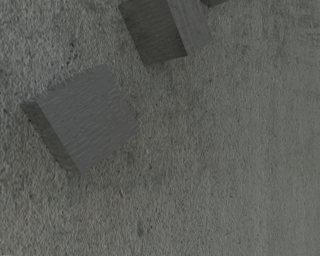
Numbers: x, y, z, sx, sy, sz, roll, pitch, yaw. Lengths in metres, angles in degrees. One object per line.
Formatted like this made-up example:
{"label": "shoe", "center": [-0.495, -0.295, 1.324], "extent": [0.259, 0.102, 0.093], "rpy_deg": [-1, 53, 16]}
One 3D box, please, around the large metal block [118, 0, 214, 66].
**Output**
{"label": "large metal block", "center": [0.006, -0.127, 0.374], "extent": [0.050, 0.080, 0.080], "rpy_deg": [-37, 113, -34]}

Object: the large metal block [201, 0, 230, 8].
{"label": "large metal block", "center": [0.070, -0.235, 0.446], "extent": [0.081, 0.050, 0.080], "rpy_deg": [13, 82, -39]}

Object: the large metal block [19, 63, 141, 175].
{"label": "large metal block", "center": [-0.080, -0.010, 0.321], "extent": [0.080, 0.050, 0.080], "rpy_deg": [-39, 114, -33]}
